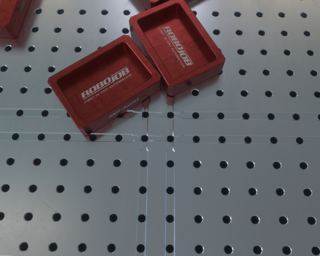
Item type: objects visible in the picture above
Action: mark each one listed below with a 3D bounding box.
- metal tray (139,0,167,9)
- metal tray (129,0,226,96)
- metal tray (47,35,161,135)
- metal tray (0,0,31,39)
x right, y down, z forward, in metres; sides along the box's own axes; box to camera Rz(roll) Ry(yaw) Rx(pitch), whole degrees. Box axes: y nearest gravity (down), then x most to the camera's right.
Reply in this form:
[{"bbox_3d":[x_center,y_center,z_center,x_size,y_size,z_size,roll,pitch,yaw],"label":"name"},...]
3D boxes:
[{"bbox_3d":[0.017,-0.248,0.499,0.131,0.030,0.090,-33,73,-11],"label":"metal tray"},{"bbox_3d":[0.023,-0.121,0.453,0.090,0.030,0.130,-27,72,-10],"label":"metal tray"},{"bbox_3d":[-0.075,-0.062,0.431,0.131,0.030,0.090,-34,74,-12],"label":"metal tray"},{"bbox_3d":[-0.254,-0.206,0.483,0.090,0.030,0.130,8,70,3],"label":"metal tray"}]
